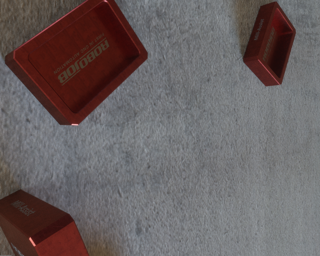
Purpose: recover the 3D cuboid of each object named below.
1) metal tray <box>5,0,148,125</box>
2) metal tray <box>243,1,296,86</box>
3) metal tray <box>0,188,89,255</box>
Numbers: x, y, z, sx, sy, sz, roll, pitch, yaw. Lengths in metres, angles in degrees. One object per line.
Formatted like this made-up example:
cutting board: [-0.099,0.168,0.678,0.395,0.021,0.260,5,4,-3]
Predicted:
metal tray: [-0.081,-0.076,0.334,0.130,0.030,0.090,-50,120,-28]
metal tray: [0.207,-0.155,0.578,0.090,0.030,0.130,34,69,-35]
metal tray: [-0.102,0.108,0.270,0.030,0.130,0.089,-29,108,-37]
